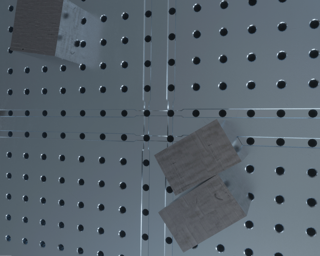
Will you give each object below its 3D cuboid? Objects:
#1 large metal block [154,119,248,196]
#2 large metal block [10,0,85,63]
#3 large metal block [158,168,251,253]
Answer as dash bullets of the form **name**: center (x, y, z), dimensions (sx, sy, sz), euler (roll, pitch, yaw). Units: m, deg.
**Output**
- **large metal block**: center (0.052, 0.032, 0.365), dimensions (0.080, 0.080, 0.050), euler (-31, 80, 17)
- **large metal block**: center (-0.165, -0.145, 0.459), dimensions (0.080, 0.050, 0.080), euler (11, 94, 19)
- **large metal block**: center (0.056, 0.090, 0.364), dimensions (0.080, 0.080, 0.050), euler (-37, 79, 16)
